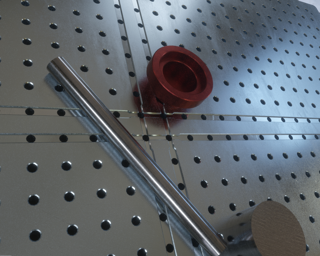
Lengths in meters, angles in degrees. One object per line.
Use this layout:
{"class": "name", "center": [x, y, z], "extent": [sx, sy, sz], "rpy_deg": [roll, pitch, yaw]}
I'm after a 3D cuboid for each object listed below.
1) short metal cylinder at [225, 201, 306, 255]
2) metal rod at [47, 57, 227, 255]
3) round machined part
{"class": "short metal cylinder", "center": [0.129, 0.136, 0.381], "extent": [0.081, 0.050, 0.080], "rpy_deg": [14, 56, -21]}
{"class": "metal rod", "center": [-0.031, 0.031, 0.373], "extent": [0.300, 0.025, 0.025], "rpy_deg": [48, 51, 5]}
{"class": "round machined part", "center": [0.025, -0.070, 0.455], "extent": [0.099, 0.042, 0.098], "rpy_deg": [14, 56, -21]}
